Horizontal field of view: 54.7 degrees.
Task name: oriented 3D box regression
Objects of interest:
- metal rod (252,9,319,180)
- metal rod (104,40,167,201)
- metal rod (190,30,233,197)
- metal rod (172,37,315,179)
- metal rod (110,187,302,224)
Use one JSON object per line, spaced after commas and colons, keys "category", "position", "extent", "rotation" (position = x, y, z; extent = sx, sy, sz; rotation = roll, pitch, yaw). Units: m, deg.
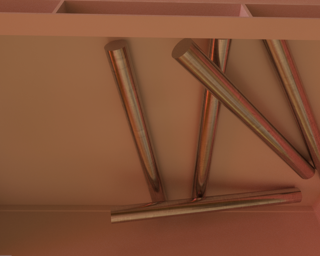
{"category": "metal rod", "position": [0.185, -0.016, 0.398], "extent": [0.025, 0.025, 0.300], "rotation": [-25, 126, 19]}
{"category": "metal rod", "position": [-0.022, 0.023, 0.428], "extent": [0.025, 0.025, 0.298], "rotation": [-8, 130, 6]}
{"category": "metal rod", "position": [0.063, 0.015, 0.422], "extent": [0.025, 0.025, 0.298], "rotation": [0, 130, -1]}
{"category": "metal rod", "position": [0.122, -0.006, 0.384], "extent": [0.025, 0.025, 0.301], "rotation": [-35, 129, 26]}
{"category": "metal rod", "position": [0.077, 0.118, 0.479], "extent": [0.302, 0.025, 0.025], "rotation": [-3, 131, -10]}
